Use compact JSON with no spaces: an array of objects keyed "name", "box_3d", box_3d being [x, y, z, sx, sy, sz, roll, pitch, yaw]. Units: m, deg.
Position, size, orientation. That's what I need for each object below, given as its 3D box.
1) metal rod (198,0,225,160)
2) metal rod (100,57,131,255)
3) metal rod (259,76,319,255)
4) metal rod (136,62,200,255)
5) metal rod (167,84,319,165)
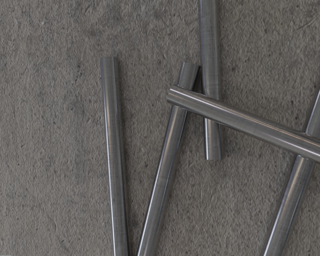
[{"name":"metal rod","box_3d":[0.062,-0.111,0.386,0.025,0.025,0.298,-3,89,20]},{"name":"metal rod","box_3d":[-0.061,0.052,0.430,0.025,0.025,0.298,-5,88,20]},{"name":"metal rod","box_3d":[0.158,0.054,0.352,0.025,0.025,0.298,18,96,19]},{"name":"metal rod","box_3d":[0.006,0.064,0.406,0.025,0.025,0.298,15,95,19]},{"name":"metal rod","box_3d":[0.146,0.016,0.329,0.301,0.025,0.025,24,98,18]}]
